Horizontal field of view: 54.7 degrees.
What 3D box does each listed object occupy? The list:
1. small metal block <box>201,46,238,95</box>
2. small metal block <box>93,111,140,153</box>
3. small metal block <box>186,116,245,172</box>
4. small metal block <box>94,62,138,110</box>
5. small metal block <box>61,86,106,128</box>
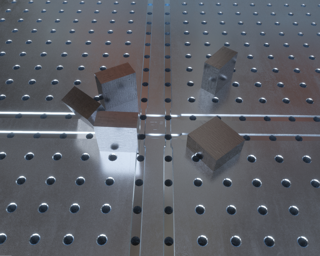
[{"bbox_3d":[0.089,-0.086,0.465,0.025,0.050,0.050,32,57,24],"label":"small metal block"},{"bbox_3d":[-0.052,0.005,0.386,0.050,0.050,0.025,2,50,1],"label":"small metal block"},{"bbox_3d":[0.070,0.019,0.393,0.050,0.025,0.050,-31,57,-24],"label":"small metal block"},{"bbox_3d":[-0.061,-0.059,0.440,0.050,0.050,0.025,-23,54,-18],"label":"small metal block"},{"bbox_3d":[-0.093,-0.022,0.405,0.050,0.050,0.025,33,76,25],"label":"small metal block"}]
